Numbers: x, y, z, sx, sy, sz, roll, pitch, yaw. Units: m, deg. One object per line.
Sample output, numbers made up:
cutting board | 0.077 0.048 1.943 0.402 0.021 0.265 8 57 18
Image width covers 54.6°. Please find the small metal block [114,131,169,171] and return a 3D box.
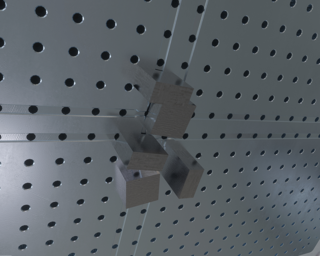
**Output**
small metal block | -0.025 0.030 0.399 0.050 0.050 0.025 8 114 -32

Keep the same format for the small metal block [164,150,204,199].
small metal block | 0.034 0.067 0.454 0.025 0.050 0.050 3 117 -30

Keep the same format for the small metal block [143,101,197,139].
small metal block | 0.012 -0.016 0.407 0.050 0.025 0.050 9 114 -33

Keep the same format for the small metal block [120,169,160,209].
small metal block | -0.029 0.083 0.446 0.050 0.025 0.050 -10 123 -23

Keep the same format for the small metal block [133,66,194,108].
small metal block | 0.003 -0.048 0.366 0.050 0.050 0.025 6 116 -31
